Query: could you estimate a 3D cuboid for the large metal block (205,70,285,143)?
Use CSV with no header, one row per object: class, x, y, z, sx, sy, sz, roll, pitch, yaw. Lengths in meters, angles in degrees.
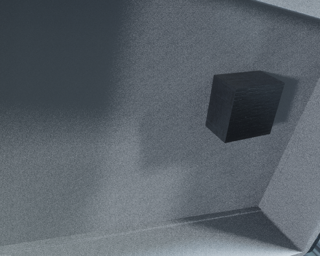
large metal block,0.117,-0.032,0.436,0.081,0.050,0.079,-9,123,-24
